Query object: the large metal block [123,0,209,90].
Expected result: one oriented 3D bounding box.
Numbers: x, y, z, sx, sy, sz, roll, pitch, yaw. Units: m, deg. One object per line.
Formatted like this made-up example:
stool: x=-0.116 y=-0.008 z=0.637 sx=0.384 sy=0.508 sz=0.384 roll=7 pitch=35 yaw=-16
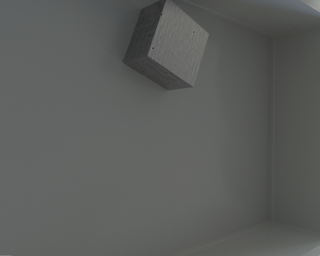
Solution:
large metal block: x=0.010 y=-0.104 z=0.400 sx=0.080 sy=0.050 sz=0.080 roll=27 pitch=73 yaw=-37
